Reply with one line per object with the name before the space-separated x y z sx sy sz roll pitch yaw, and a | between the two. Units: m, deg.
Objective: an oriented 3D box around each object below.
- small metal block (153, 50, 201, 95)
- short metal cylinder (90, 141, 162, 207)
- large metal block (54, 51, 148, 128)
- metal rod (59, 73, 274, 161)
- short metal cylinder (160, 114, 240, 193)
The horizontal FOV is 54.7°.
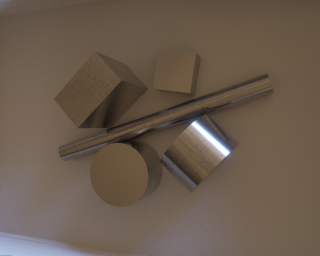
small metal block | 0.022 -0.071 0.400 0.050 0.025 0.050 9 93 19
short metal cylinder | -0.044 0.058 0.409 0.080 0.050 0.079 0 90 19
large metal block | -0.074 -0.045 0.405 0.080 0.080 0.050 -45 76 14
metal rod | -0.006 -0.008 0.410 0.301 0.025 0.025 -18 84 18
short metal cylinder | 0.047 0.030 0.363 0.050 0.080 0.080 44 104 14
